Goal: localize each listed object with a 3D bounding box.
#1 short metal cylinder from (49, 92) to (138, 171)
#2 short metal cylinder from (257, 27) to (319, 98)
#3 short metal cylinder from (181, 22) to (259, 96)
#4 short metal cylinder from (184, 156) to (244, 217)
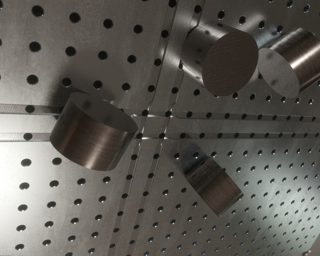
[{"bbox_3d":[-0.071,0.003,0.339,0.080,0.080,0.050,20,107,-36],"label":"short metal cylinder"},{"bbox_3d":[0.179,-0.088,0.421,0.050,0.080,0.080,-35,129,-5],"label":"short metal cylinder"},{"bbox_3d":[0.073,-0.086,0.384,0.081,0.050,0.079,-14,125,-21],"label":"short metal cylinder"},{"bbox_3d":[0.083,0.090,0.479,0.050,0.080,0.080,-40,130,-1],"label":"short metal cylinder"}]
